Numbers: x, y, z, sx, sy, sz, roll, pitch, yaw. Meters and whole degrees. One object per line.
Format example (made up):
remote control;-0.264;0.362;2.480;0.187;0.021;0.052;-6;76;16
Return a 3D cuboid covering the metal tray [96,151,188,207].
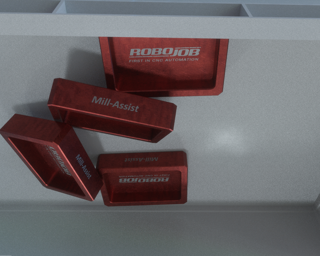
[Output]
metal tray;-0.024;0.079;0.472;0.131;0.030;0.089;-2;130;1

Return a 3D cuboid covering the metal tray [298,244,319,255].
metal tray;0.368;0.263;0.638;0.090;0.030;0.129;26;125;-21

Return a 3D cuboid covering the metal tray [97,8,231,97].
metal tray;0.005;-0.079;0.338;0.131;0.030;0.089;-2;130;1

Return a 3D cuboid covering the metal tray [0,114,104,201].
metal tray;-0.138;0.042;0.409;0.090;0.030;0.129;10;140;22

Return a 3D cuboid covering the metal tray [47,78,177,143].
metal tray;-0.055;-0.015;0.360;0.131;0.030;0.090;12;166;-11
